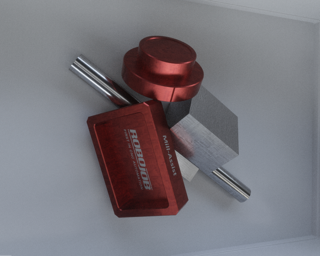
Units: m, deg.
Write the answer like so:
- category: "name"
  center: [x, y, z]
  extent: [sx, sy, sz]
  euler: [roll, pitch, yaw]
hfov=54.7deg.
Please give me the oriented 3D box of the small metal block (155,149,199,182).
- category: "small metal block"
  center: [0.017, 0.042, 0.403]
  extent: [0.050, 0.050, 0.025]
  euler: [40, 77, -16]

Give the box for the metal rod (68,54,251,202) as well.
- category: "metal rod"
  center: [0.011, 0.010, 0.414]
  extent: [0.301, 0.025, 0.025]
  euler: [38, 78, -16]

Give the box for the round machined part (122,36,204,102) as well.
- category: "round machined part"
  center: [0.006, -0.077, 0.371]
  extent: [0.099, 0.098, 0.042]
  euler: [-2, 131, -20]

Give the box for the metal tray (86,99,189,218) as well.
- category: "metal tray"
  center: [-0.027, 0.038, 0.367]
  extent: [0.030, 0.090, 0.129]
  euler: [-26, 102, -60]

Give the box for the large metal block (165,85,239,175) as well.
- category: "large metal block"
  center: [0.053, -0.002, 0.396]
  extent: [0.080, 0.050, 0.080]
  euler: [39, 35, -16]
